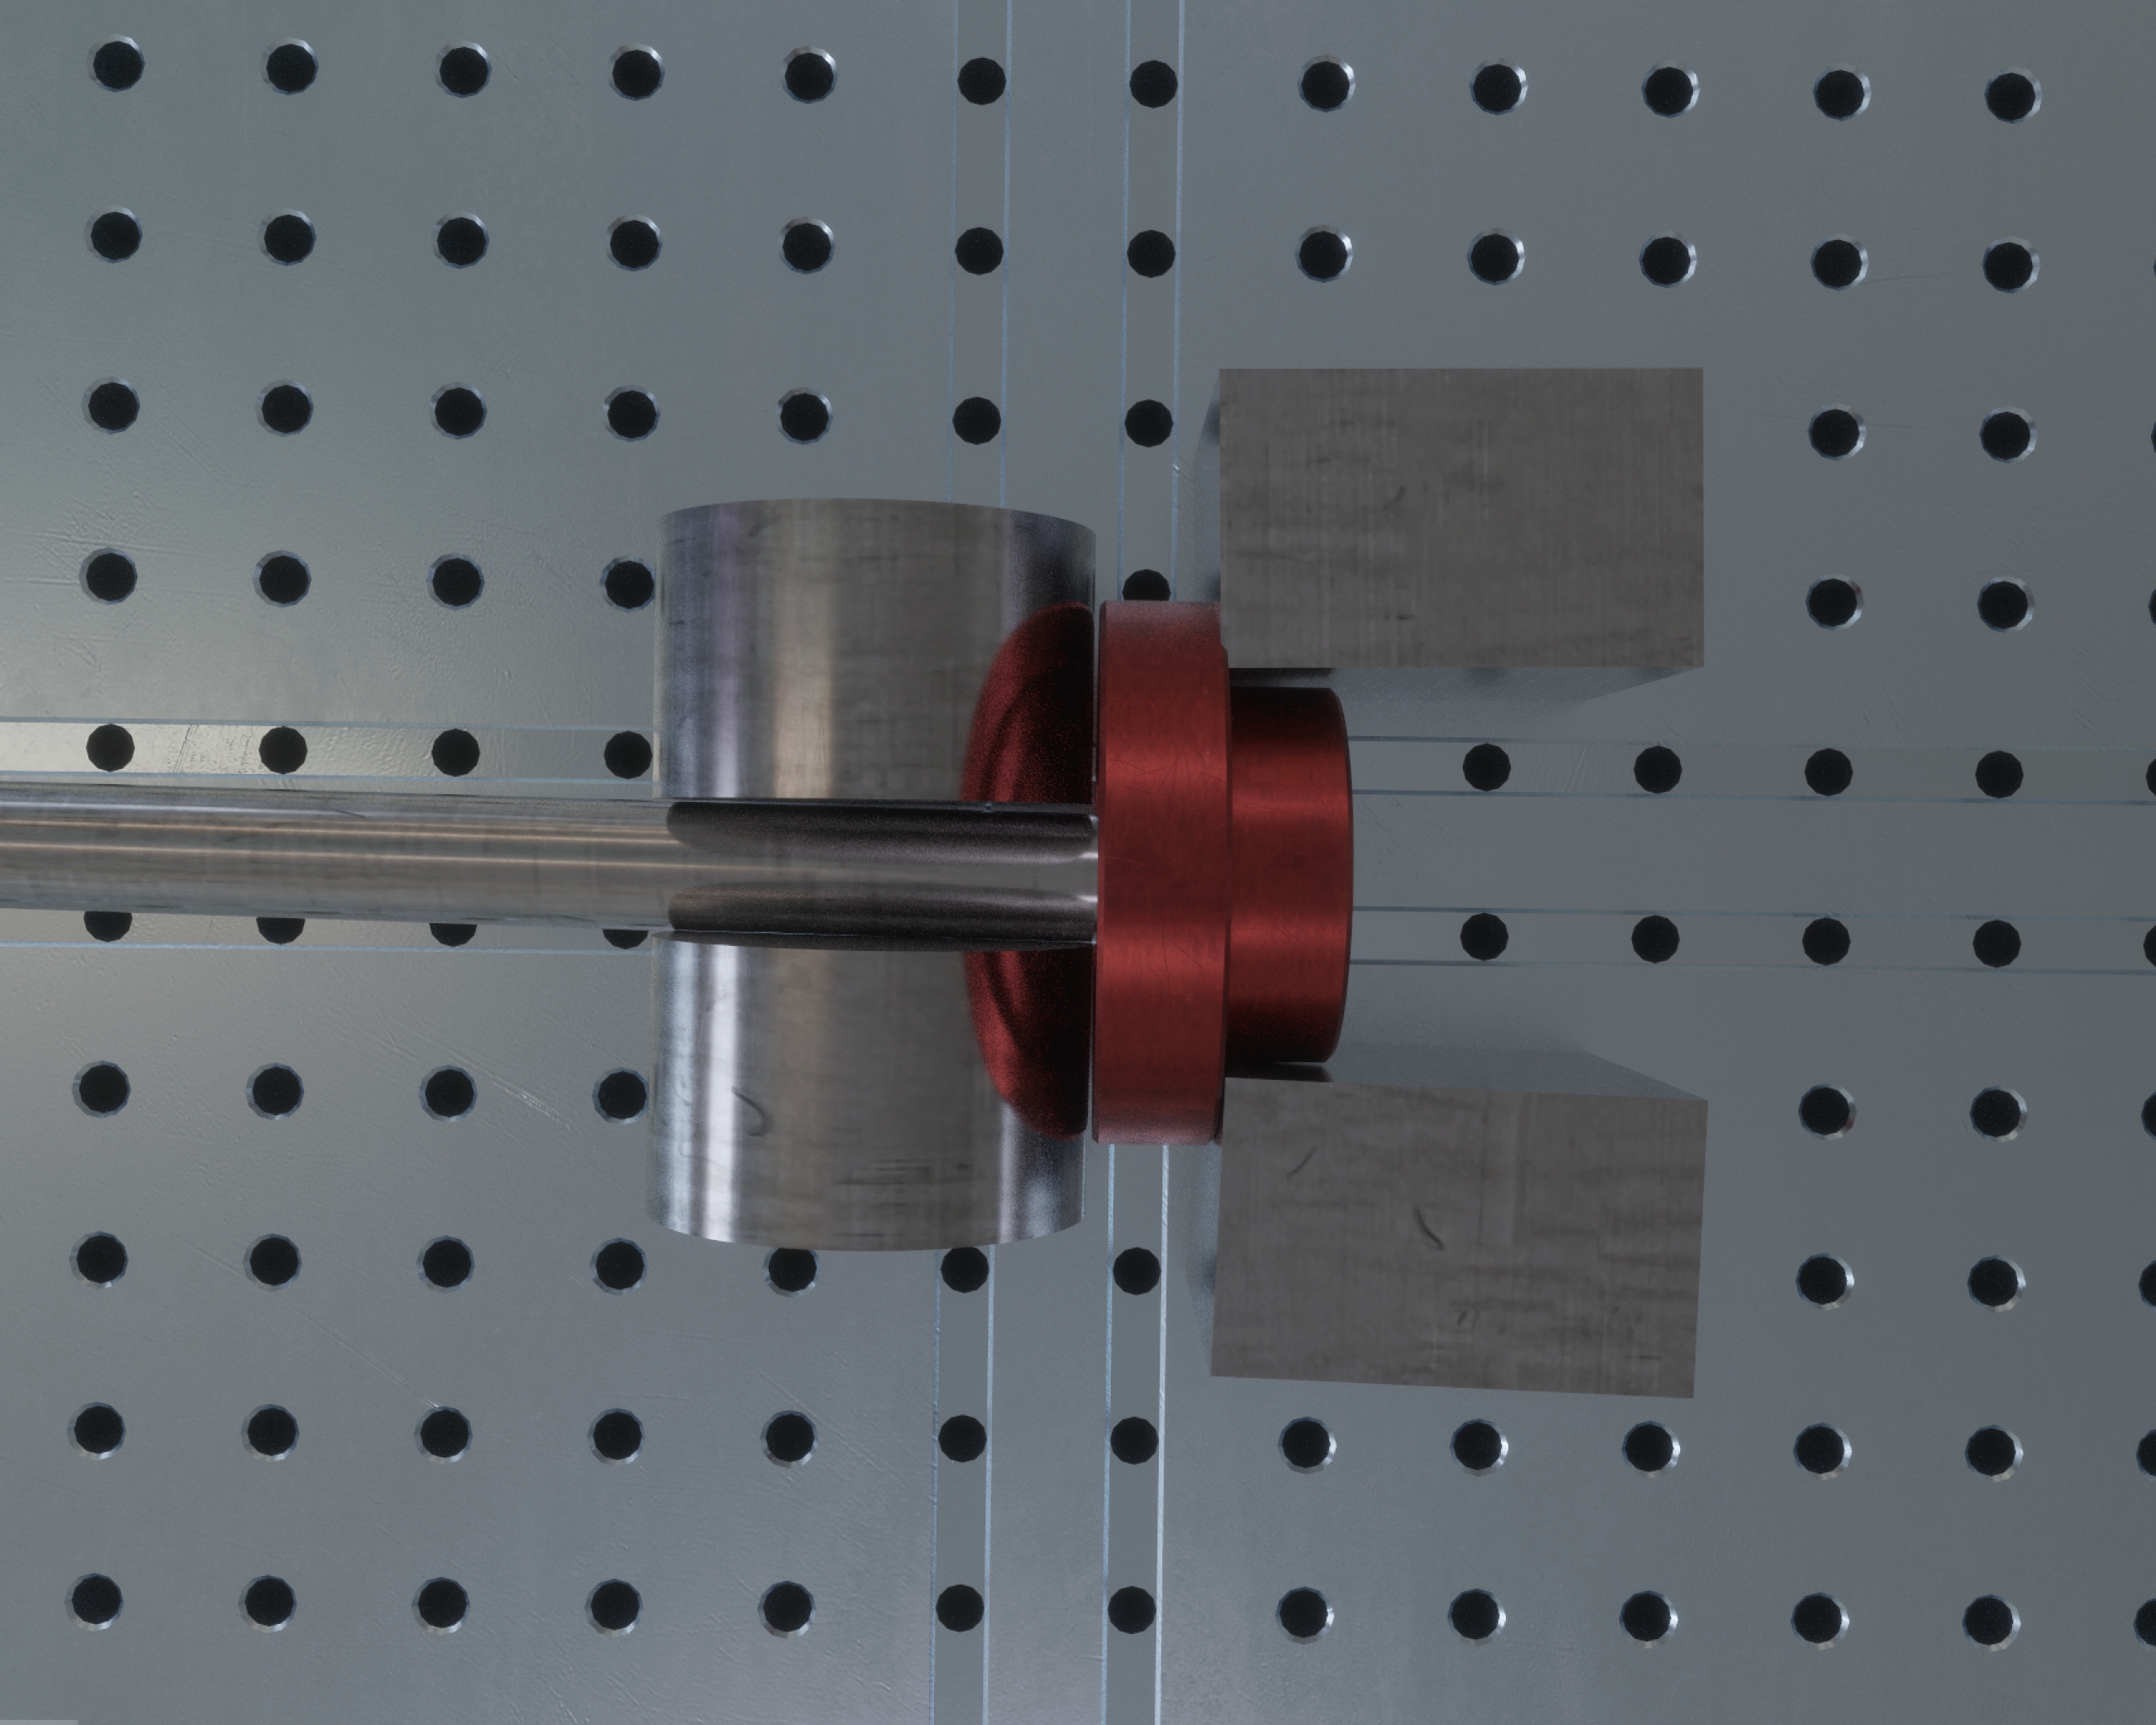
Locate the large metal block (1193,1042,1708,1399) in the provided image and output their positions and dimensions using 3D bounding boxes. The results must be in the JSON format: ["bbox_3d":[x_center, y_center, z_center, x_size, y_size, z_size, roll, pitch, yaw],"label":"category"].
[{"bbox_3d":[0.064,0.062,0.387,0.080,0.080,0.050,3,90,0],"label":"large metal block"}]

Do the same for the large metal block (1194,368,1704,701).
[{"bbox_3d":[0.064,-0.058,0.387,0.081,0.080,0.050,0,90,0],"label":"large metal block"}]

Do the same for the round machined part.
[{"bbox_3d":[0.025,0.002,0.376,0.042,0.098,0.097,1,90,0],"label":"round machined part"}]

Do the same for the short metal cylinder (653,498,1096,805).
[{"bbox_3d":[-0.037,-0.036,0.385,0.081,0.080,0.050,1,91,0],"label":"short metal cylinder"}]

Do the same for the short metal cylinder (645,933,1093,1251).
[{"bbox_3d":[-0.038,0.039,0.385,0.081,0.080,0.050,1,91,0],"label":"short metal cylinder"}]

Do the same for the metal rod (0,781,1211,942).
[{"bbox_3d":[-0.120,-0.001,0.401,0.302,0.025,0.025,2,90,4],"label":"metal rod"}]
